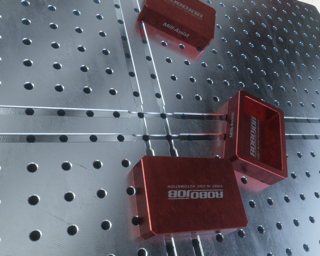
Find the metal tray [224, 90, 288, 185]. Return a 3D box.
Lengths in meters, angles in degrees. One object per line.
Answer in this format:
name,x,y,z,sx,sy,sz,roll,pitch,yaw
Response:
metal tray,0.149,0.012,0.480,0.090,0.030,0.130,24,53,-14

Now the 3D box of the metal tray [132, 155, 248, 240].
metal tray,0.037,0.082,0.377,0.131,0.030,0.090,5,60,-26

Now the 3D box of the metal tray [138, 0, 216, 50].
metal tray,0.034,-0.202,0.549,0.131,0.030,0.090,22,54,-16
